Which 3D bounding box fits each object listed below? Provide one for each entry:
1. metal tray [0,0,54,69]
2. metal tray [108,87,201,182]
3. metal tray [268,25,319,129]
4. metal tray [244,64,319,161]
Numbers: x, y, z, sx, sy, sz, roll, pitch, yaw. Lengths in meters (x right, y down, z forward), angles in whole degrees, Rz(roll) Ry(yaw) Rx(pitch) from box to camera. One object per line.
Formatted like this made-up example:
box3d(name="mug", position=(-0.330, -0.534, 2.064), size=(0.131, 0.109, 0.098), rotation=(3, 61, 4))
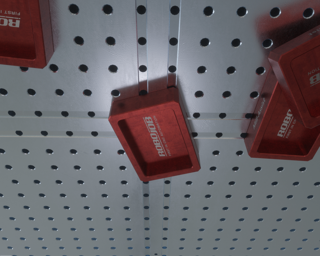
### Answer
box3d(name="metal tray", position=(-0.181, -0.112, 0.311), size=(0.131, 0.030, 0.089), rotation=(5, 130, -5))
box3d(name="metal tray", position=(-0.003, 0.014, 0.420), size=(0.090, 0.030, 0.130), rotation=(-13, 129, 11))
box3d(name="metal tray", position=(0.192, -0.068, 0.321), size=(0.130, 0.030, 0.090), rotation=(-28, 110, 9))
box3d(name="metal tray", position=(0.171, -0.015, 0.396), size=(0.091, 0.030, 0.129), rotation=(4, 130, -4))
